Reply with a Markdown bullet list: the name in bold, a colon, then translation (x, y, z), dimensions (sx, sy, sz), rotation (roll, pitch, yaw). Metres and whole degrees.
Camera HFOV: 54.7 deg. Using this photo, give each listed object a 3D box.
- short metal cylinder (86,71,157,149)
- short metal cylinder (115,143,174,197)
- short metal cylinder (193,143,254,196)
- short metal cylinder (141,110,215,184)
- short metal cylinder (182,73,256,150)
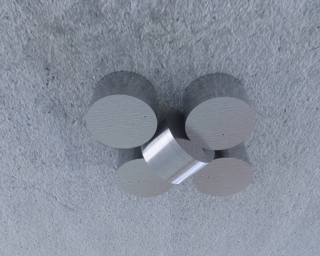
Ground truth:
- **short metal cylinder**: translation (-0.043, -0.021, 0.372), dimensions (0.081, 0.050, 0.079), rotation (0, 130, 0)
- **short metal cylinder**: translation (-0.020, 0.053, 0.435), dimensions (0.081, 0.050, 0.079), rotation (0, 130, 0)
- **short metal cylinder**: translation (0.085, 0.051, 0.436), dimensions (0.081, 0.050, 0.079), rotation (0, 130, 0)
- **short metal cylinder**: translation (0.023, 0.024, 0.393), dimensions (0.080, 0.080, 0.050), rotation (32, 123, -25)
- **short metal cylinder**: translation (0.069, -0.019, 0.375), dimensions (0.081, 0.050, 0.079), rotation (0, 130, 0)
